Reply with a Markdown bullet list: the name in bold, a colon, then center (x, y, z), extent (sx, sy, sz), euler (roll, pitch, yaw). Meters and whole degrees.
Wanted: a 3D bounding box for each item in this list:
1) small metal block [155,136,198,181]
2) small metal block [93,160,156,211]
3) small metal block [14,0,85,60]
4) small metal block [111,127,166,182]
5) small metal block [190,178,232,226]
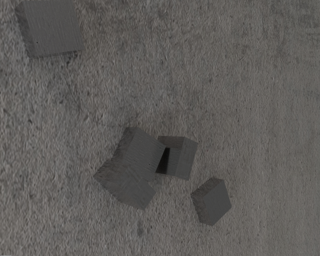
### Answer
- **small metal block**: center (0.017, 0.038, 0.402), extent (0.025, 0.050, 0.050), euler (25, 74, -37)
- **small metal block**: center (-0.041, 0.065, 0.354), extent (0.050, 0.050, 0.025), euler (52, 60, -28)
- **small metal block**: center (-0.110, -0.099, 0.312), extent (0.050, 0.025, 0.050), euler (-21, 103, -38)
- **small metal block**: center (-0.026, 0.033, 0.382), extent (0.050, 0.025, 0.050), euler (36, 68, -34)
- **small metal block**: center (0.079, 0.111, 0.470), extent (0.050, 0.025, 0.050), euler (-30, 109, -36)
